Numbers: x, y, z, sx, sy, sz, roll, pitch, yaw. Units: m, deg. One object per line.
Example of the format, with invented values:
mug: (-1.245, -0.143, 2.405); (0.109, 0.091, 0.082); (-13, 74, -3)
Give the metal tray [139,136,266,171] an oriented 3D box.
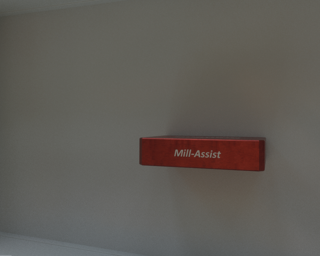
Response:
metal tray: (0.053, 0.026, 0.356); (0.130, 0.090, 0.030); (1, 90, 19)
